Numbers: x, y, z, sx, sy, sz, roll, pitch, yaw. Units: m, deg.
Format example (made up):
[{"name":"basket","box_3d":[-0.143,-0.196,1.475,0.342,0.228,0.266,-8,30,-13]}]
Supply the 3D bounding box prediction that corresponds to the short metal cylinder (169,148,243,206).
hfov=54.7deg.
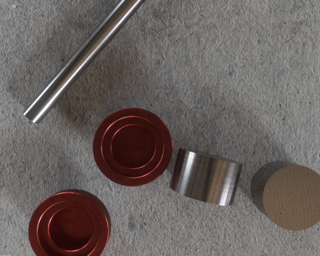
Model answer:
[{"name":"short metal cylinder","box_3d":[0.057,0.058,0.383,0.080,0.080,0.050,14,90,-1]}]

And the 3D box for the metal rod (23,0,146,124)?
[{"name":"metal rod","box_3d":[-0.072,-0.127,0.408,0.025,0.025,0.300,41,90,-1]}]

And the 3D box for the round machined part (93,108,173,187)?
[{"name":"round machined part","box_3d":[-0.034,0.023,0.401,0.099,0.042,0.097,0,90,-1]}]

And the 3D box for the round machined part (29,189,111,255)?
[{"name":"round machined part","box_3d":[-0.112,0.127,0.400,0.099,0.042,0.097,0,90,-1]}]

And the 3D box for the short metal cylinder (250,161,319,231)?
[{"name":"short metal cylinder","box_3d":[0.164,0.085,0.400,0.081,0.050,0.079,0,90,-1]}]
